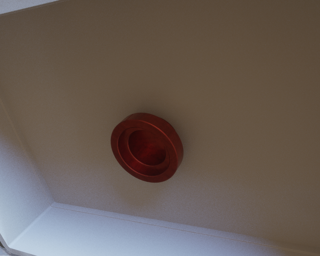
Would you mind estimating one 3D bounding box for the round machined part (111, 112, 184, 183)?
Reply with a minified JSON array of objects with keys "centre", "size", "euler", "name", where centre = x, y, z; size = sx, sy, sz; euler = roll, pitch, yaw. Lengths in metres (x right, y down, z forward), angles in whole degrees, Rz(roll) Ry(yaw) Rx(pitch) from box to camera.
[{"centre":[-0.014,0.022,0.419],"size":[0.098,0.042,0.097],"euler":[13,124,21],"name":"round machined part"}]
